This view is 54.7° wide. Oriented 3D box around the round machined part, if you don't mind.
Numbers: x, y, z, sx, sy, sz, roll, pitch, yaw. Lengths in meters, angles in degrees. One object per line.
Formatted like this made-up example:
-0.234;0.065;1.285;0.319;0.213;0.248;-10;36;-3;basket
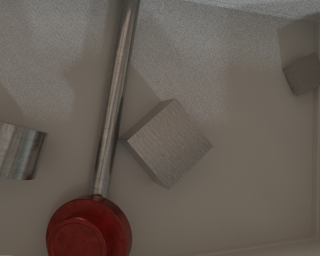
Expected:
-0.084;0.128;0.347;0.098;0.042;0.097;0;90;12;round machined part

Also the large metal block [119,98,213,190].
0.006;0.019;0.401;0.080;0.050;0.080;-42;104;-15;large metal block

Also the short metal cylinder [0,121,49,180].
-0.164;0.019;0.321;0.081;0.080;0.050;16;85;-20;short metal cylinder

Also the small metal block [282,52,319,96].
0.233;-0.086;0.495;0.050;0.025;0.050;-28;91;-18;small metal block

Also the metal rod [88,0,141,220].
-0.059;-0.029;0.389;0.025;0.025;0.298;10;87;-20;metal rod
